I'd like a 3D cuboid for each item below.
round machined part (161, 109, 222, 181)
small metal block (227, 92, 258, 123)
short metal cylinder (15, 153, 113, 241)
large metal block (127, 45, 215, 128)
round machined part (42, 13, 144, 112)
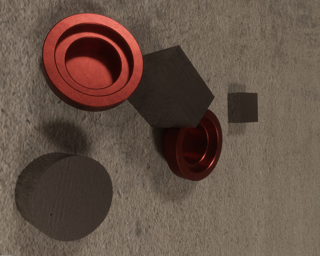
[{"bbox_3d":[0.040,0.020,0.425,0.099,0.042,0.097,-7,100,-44],"label":"round machined part"},{"bbox_3d":[0.141,-0.034,0.526,0.050,0.025,0.050,-3,92,-40],"label":"small metal block"},{"bbox_3d":[-0.095,0.066,0.310,0.081,0.050,0.079,0,90,-40],"label":"short metal cylinder"},{"bbox_3d":[0.005,-0.045,0.375,0.080,0.080,0.050,49,61,-29],"label":"large metal block"},{"bbox_3d":[-0.070,-0.064,0.322,0.099,0.042,0.098,4,78,-21],"label":"round machined part"}]
